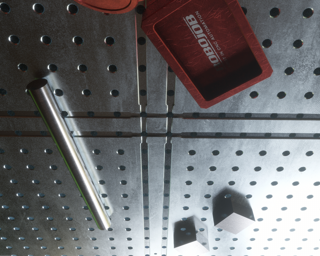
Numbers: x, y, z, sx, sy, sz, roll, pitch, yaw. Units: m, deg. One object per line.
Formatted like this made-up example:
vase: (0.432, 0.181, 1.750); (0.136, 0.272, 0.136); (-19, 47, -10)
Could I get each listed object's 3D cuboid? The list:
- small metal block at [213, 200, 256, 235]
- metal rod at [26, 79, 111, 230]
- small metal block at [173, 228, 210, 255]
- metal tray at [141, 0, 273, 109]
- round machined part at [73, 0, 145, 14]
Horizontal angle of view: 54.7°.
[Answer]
small metal block: (0.130, 0.159, 0.548); (0.050, 0.025, 0.050); (27, 125, -21)
metal rod: (-0.123, 0.060, 0.461); (0.025, 0.025, 0.298); (-7, 130, 5)
small metal block: (0.062, 0.227, 0.605); (0.050, 0.025, 0.050); (-28, 125, 21)
metal tray: (0.052, -0.089, 0.332); (0.090, 0.030, 0.130); (-27, 125, 21)
round machined part: (-0.047, -0.131, 0.254); (0.099, 0.042, 0.098); (11, 171, 2)
